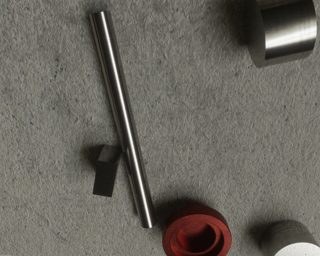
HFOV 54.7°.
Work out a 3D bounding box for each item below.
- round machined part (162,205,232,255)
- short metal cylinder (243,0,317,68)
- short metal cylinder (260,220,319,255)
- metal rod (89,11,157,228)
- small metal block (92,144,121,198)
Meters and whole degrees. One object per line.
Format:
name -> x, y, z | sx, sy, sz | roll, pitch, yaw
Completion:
round machined part -> 0.052, 0.155, 0.458 | 0.099, 0.042, 0.097 | 0, 110, 0
short metal cylinder -> 0.128, -0.111, 0.341 | 0.050, 0.080, 0.079 | -12, 110, 4
short metal cylinder -> 0.198, 0.188, 0.468 | 0.081, 0.050, 0.079 | 0, 110, 0
metal rod -> -0.043, 0.004, 0.410 | 0.025, 0.025, 0.298 | -10, 110, 3
small metal block -> -0.070, 0.057, 0.417 | 0.025, 0.050, 0.050 | 11, 110, -4
